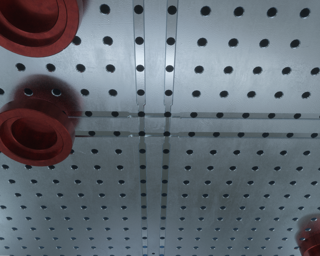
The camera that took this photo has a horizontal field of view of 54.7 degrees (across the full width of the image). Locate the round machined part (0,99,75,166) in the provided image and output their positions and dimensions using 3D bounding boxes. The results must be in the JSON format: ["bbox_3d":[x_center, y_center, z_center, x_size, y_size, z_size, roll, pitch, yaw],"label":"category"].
[{"bbox_3d":[-0.159,0.002,0.400,0.099,0.042,0.097,-1,130,0],"label":"round machined part"}]

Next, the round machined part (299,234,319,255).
[{"bbox_3d":[0.338,0.254,0.622,0.099,0.042,0.097,-1,130,0],"label":"round machined part"}]

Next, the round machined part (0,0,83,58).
[{"bbox_3d":[-0.123,-0.121,0.296,0.099,0.042,0.097,-1,130,0],"label":"round machined part"}]
